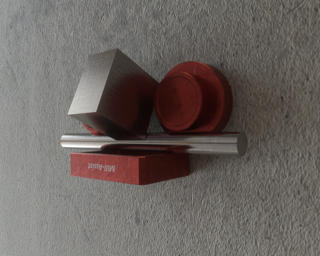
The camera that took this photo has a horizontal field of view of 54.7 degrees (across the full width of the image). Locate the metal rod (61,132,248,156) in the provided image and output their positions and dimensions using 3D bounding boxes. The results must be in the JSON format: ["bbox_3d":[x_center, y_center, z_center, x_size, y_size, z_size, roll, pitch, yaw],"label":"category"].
[{"bbox_3d":[-0.033,0.019,0.405,0.300,0.025,0.025,-1,89,39],"label":"metal rod"}]

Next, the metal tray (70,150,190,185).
[{"bbox_3d":[-0.040,0.046,0.394,0.130,0.091,0.030,-1,89,39],"label":"metal tray"}]

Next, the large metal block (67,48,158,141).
[{"bbox_3d":[-0.052,-0.037,0.377,0.050,0.080,0.080,-3,65,39],"label":"large metal block"}]

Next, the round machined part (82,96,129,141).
[{"bbox_3d":[-0.081,-0.027,0.458,0.098,0.042,0.097,0,90,39],"label":"round machined part"}]

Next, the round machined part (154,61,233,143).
[{"bbox_3d":[0.032,-0.031,0.366,0.098,0.042,0.097,0,90,39],"label":"round machined part"}]
